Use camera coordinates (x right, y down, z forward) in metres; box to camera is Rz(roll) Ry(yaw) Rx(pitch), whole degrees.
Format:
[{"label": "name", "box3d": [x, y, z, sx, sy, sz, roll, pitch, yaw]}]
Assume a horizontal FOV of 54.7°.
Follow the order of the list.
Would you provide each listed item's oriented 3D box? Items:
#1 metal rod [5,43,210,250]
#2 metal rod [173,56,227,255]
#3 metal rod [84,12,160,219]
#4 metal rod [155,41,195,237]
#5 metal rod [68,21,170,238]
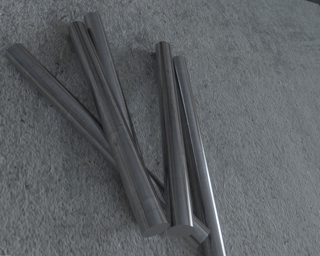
[{"label": "metal rod", "box3d": [-0.065, 0.011, 0.339, 0.300, 0.025, 0.025, 44, 51, 10]}, {"label": "metal rod", "box3d": [0.046, 0.027, 0.411, 0.025, 0.025, 0.299, 6, 59, -25]}, {"label": "metal rod", "box3d": [-0.054, -0.027, 0.390, 0.025, 0.025, 0.299, -5, 64, -30]}, {"label": "metal rod", "box3d": [0.012, -0.016, 0.380, 0.025, 0.025, 0.300, 16, 43, -19]}, {"label": "metal rod", "box3d": [-0.059, -0.025, 0.342, 0.025, 0.025, 0.299, -4, 50, -30]}]
